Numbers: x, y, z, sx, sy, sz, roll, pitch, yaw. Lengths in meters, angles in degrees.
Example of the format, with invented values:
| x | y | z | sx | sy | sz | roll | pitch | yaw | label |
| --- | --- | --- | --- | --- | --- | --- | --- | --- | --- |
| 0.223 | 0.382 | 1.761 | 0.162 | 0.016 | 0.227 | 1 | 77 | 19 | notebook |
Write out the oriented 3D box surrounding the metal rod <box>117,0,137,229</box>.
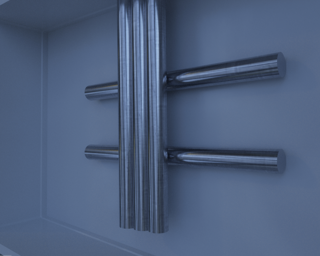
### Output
| x | y | z | sx | sy | sz | roll | pitch | yaw | label |
| --- | --- | --- | --- | --- | --- | --- | --- | --- | --- |
| -0.042 | -0.021 | 0.407 | 0.025 | 0.025 | 0.298 | -1 | 89 | 40 | metal rod |

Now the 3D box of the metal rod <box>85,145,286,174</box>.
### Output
| x | y | z | sx | sy | sz | roll | pitch | yaw | label |
| --- | --- | --- | --- | --- | --- | --- | --- | --- | --- |
| 0.005 | 0.036 | 0.402 | 0.300 | 0.025 | 0.025 | -1 | 89 | 40 | metal rod |

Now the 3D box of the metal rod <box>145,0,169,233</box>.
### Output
| x | y | z | sx | sy | sz | roll | pitch | yaw | label |
| --- | --- | --- | --- | --- | --- | --- | --- | --- | --- |
| -0.004 | -0.026 | 0.375 | 0.025 | 0.025 | 0.298 | -1 | 89 | 40 | metal rod |

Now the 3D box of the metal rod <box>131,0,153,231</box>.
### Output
| x | y | z | sx | sy | sz | roll | pitch | yaw | label |
| --- | --- | --- | --- | --- | --- | --- | --- | --- | --- |
| -0.023 | -0.024 | 0.390 | 0.025 | 0.025 | 0.298 | -1 | 89 | 40 | metal rod |

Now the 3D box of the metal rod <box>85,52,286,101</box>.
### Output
| x | y | z | sx | sy | sz | roll | pitch | yaw | label |
| --- | --- | --- | --- | --- | --- | --- | --- | --- | --- |
| 0.005 | -0.059 | 0.402 | 0.300 | 0.025 | 0.025 | -2 | 89 | 40 | metal rod |
